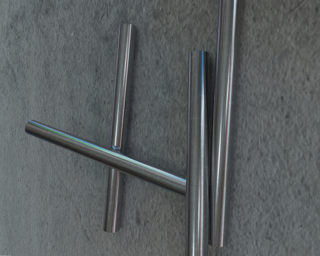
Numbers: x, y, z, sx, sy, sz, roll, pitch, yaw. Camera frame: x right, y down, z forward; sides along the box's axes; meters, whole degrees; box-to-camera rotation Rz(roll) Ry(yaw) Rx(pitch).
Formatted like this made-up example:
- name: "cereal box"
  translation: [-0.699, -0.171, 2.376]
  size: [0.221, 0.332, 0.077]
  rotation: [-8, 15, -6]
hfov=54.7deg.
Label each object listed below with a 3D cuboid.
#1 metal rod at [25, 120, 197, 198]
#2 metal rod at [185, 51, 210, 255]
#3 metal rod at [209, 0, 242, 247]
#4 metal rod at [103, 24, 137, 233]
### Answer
- name: "metal rod"
  translation: [-0.080, 0.038, 0.433]
  size: [0.301, 0.025, 0.025]
  rotation: [17, 101, 27]
- name: "metal rod"
  translation: [0.041, 0.061, 0.343]
  size: [0.025, 0.025, 0.298]
  rotation: [-5, 79, 39]
- name: "metal rod"
  translation: [0.071, -0.019, 0.344]
  size: [0.025, 0.025, 0.298]
  rotation: [5, 93, 39]
- name: "metal rod"
  translation: [-0.059, 0.003, 0.451]
  size: [0.025, 0.025, 0.298]
  rotation: [9, 95, 39]
